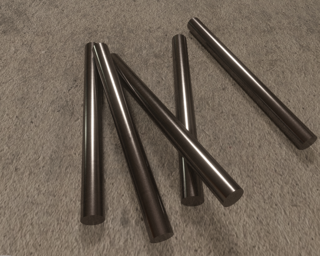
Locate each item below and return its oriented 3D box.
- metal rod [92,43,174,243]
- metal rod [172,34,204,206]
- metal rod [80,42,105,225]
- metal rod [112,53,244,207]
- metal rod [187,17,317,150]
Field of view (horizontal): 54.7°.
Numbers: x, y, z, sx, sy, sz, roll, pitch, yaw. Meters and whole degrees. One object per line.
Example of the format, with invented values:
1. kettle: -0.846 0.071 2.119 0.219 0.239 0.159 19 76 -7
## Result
1. metal rod: -0.045 -0.005 0.393 0.025 0.025 0.299 -14 56 -12
2. metal rod: 0.034 -0.035 0.432 0.025 0.025 0.300 0 50 -1
3. metal rod: -0.091 -0.018 0.416 0.025 0.025 0.300 -6 50 -5
4. metal rod: -0.002 -0.020 0.396 0.025 0.025 0.300 -23 47 -19
5. metal rod: 0.124 -0.085 0.476 0.025 0.025 0.300 -19 53 -16
